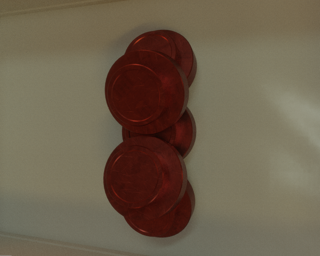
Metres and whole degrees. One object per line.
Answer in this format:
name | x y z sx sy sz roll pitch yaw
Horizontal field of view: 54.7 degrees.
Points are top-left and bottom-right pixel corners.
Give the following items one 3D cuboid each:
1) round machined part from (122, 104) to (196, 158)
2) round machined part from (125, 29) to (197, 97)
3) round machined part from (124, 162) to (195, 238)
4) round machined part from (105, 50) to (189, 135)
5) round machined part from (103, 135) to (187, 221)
round machined part | -0.006 0.004 0.402 0.098 0.042 0.097 0 89 20
round machined part | -0.006 -0.082 0.390 0.098 0.042 0.098 -5 72 18
round machined part | -0.009 0.095 0.388 0.098 0.042 0.097 5 107 18
round machined part | -0.020 -0.039 0.352 0.098 0.042 0.097 5 104 19
round machined part | -0.022 0.056 0.353 0.098 0.042 0.098 -4 78 19
